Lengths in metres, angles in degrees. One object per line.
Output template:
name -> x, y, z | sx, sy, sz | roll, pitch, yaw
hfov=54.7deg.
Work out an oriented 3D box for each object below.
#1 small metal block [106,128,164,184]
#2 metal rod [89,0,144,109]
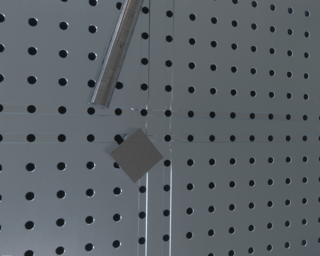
small metal block -> -0.033, 0.035, 0.401 | 0.050, 0.025, 0.050 | -41, 103, -15
metal rod -> -0.032, -0.170, 0.400 | 0.025, 0.025, 0.299 | 19, 84, -19
